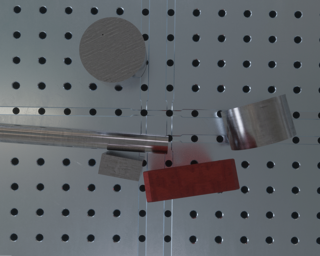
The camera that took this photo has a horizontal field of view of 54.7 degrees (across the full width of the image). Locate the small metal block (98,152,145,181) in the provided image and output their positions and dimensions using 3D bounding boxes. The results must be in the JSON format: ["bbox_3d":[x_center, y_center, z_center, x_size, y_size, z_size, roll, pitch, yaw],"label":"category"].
[{"bbox_3d":[-0.048,0.048,0.401,0.050,0.050,0.025,11,90,0],"label":"small metal block"}]

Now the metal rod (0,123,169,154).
[{"bbox_3d":[-0.140,0.012,0.412,0.302,0.025,0.025,4,90,0],"label":"metal rod"}]

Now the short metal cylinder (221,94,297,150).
[{"bbox_3d":[0.122,-0.007,0.387,0.080,0.080,0.050,-16,90,0],"label":"short metal cylinder"}]

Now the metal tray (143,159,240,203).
[{"bbox_3d":[0.032,0.061,0.360,0.091,0.130,0.030,-8,80,0],"label":"metal tray"}]

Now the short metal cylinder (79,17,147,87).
[{"bbox_3d":[-0.058,-0.095,0.400,0.081,0.050,0.079,0,90,0],"label":"short metal cylinder"}]
